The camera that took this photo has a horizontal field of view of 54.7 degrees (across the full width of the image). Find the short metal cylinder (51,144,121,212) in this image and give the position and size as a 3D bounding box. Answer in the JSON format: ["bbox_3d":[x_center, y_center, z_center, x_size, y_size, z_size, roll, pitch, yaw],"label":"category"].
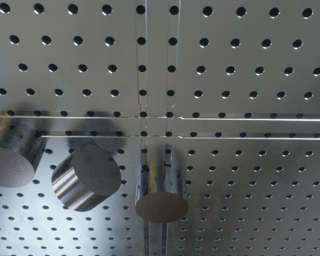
[{"bbox_3d":[-0.102,0.069,0.434,0.080,0.080,0.050,36,121,-27],"label":"short metal cylinder"}]

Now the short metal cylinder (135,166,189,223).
[{"bbox_3d":[0.003,0.105,0.484,0.081,0.050,0.079,0,130,0],"label":"short metal cylinder"}]

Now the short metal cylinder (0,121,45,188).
[{"bbox_3d":[-0.206,0.037,0.425,0.081,0.050,0.079,0,130,0],"label":"short metal cylinder"}]
